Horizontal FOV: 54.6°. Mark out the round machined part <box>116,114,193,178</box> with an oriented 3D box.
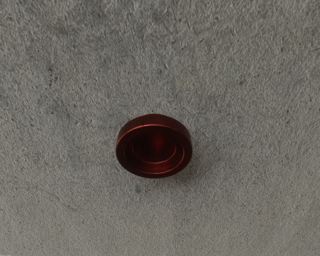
[{"bbox_3d":[-0.008,0.020,0.412,0.099,0.042,0.097,0,130,0],"label":"round machined part"}]
